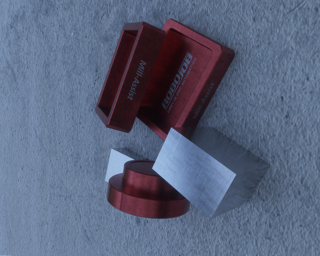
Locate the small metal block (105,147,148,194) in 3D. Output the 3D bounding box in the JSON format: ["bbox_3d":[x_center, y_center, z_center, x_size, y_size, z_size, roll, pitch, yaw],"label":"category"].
[{"bbox_3d":[-0.048,0.060,0.443,0.050,0.025,0.050,20,103,37],"label":"small metal block"}]

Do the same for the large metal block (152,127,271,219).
[{"bbox_3d":[0.054,0.041,0.323,0.080,0.081,0.050,37,113,33],"label":"large metal block"}]

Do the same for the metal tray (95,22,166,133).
[{"bbox_3d":[-0.043,-0.068,0.400,0.090,0.030,0.129,38,109,63],"label":"metal tray"}]

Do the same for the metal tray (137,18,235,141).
[{"bbox_3d":[0.021,-0.056,0.382,0.090,0.030,0.129,40,114,32],"label":"metal tray"}]

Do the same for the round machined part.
[{"bbox_3d":[-0.011,0.066,0.365,0.098,0.099,0.042,14,99,39],"label":"round machined part"}]
